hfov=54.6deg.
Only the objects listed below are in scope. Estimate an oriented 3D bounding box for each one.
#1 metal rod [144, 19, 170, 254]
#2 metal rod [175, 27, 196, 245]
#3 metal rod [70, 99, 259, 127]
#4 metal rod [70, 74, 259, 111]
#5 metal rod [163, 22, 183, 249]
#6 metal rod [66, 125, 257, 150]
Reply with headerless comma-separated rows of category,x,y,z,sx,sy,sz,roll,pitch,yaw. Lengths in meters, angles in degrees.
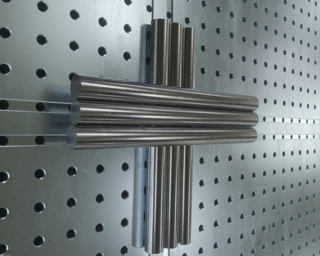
metal rod,-0.004,0.010,0.405,0.025,0.025,0.298,2,89,-40
metal rod,0.035,0.010,0.437,0.025,0.025,0.298,2,89,-40
metal rod,0.032,-0.015,0.402,0.302,0.025,0.025,1,90,-40
metal rod,0.033,-0.040,0.403,0.302,0.025,0.025,1,90,-40
metal rod,0.015,0.009,0.421,0.025,0.025,0.298,2,89,-40
metal rod,0.029,0.010,0.400,0.302,0.025,0.025,1,90,-40
